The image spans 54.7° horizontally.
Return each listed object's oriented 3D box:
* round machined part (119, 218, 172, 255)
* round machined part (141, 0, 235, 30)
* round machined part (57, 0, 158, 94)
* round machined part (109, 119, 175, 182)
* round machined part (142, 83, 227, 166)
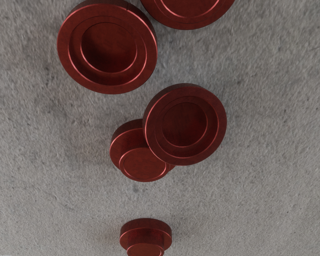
[{"bbox_3d":[-0.026,0.214,0.578,0.099,0.042,0.097,-1,130,0],"label":"round machined part"},{"bbox_3d":[0.026,-0.135,0.281,0.099,0.042,0.097,-1,130,0],"label":"round machined part"},{"bbox_3d":[-0.052,-0.087,0.321,0.099,0.042,0.097,-1,130,0],"label":"round machined part"},{"bbox_3d":[-0.021,0.038,0.428,0.099,0.042,0.097,-1,130,0],"label":"round machined part"},{"bbox_3d":[0.027,-0.007,0.376,0.099,0.042,0.097,-4,110,-12],"label":"round machined part"}]
